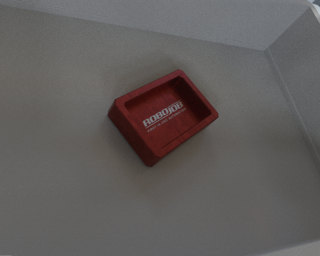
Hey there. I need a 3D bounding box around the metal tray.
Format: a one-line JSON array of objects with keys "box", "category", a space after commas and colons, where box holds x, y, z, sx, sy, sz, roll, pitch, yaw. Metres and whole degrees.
[{"box": [0.008, -0.018, 0.413, 0.131, 0.030, 0.090, -32, 80, -38], "category": "metal tray"}]
